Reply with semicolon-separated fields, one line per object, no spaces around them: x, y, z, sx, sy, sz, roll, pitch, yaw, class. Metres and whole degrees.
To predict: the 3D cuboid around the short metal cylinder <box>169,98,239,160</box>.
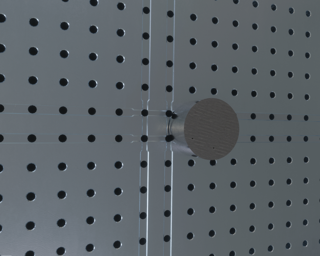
0.059;0.001;0.421;0.081;0.050;0.080;0;90;-20;short metal cylinder
